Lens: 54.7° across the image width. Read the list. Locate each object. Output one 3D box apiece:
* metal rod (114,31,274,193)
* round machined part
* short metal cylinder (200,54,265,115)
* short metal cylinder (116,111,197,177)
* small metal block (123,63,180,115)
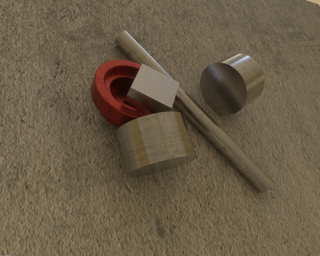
[{"bbox_3d":[0.046,-0.025,0.443,0.300,0.025,0.025,46,51,4],"label":"metal rod"},{"bbox_3d":[-0.039,-0.036,0.388,0.099,0.042,0.098,17,46,-18],"label":"round machined part"},{"bbox_3d":[0.108,-0.066,0.467,0.050,0.080,0.080,-31,79,-38],"label":"short metal cylinder"},{"bbox_3d":[-0.004,0.020,0.350,0.081,0.080,0.050,-6,72,-31],"label":"short metal cylinder"},{"bbox_3d":[-0.009,-0.042,0.362,0.050,0.025,0.050,26,44,-9],"label":"small metal block"}]
